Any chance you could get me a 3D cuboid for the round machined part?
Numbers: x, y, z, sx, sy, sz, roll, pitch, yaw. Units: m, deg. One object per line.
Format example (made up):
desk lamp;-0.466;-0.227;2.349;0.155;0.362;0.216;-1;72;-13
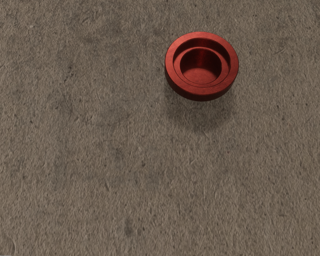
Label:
round machined part;0.055;-0.081;0.429;0.099;0.042;0.098;0;70;-1
